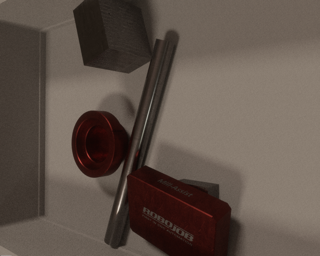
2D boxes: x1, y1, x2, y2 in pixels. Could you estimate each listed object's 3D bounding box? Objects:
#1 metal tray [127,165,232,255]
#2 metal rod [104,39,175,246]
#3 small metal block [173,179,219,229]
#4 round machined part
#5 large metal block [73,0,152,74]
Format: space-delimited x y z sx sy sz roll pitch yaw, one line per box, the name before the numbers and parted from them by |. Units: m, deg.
metal tray | 0.017 0.109 0.370 0.130 0.030 0.089 19 120 38
metal rod | -0.032 0.029 0.430 0.025 0.025 0.298 25 106 37
small metal block | 0.042 0.091 0.371 0.050 0.025 0.050 2 91 39
round machined part | -0.086 0.023 0.464 0.098 0.042 0.097 0 90 39
large metal block | -0.063 -0.126 0.420 0.050 0.081 0.080 -22 76 38
